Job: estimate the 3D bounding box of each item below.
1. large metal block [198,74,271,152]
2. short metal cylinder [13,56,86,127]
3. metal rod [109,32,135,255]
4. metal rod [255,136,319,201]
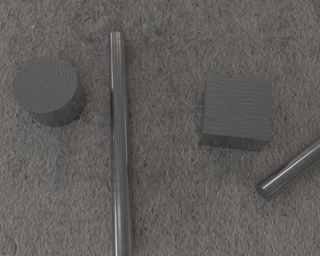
[{"bbox_3d":[0.096,-0.018,0.402,0.080,0.050,0.080,7,70,2],"label":"large metal block"},{"bbox_3d":[-0.143,-0.047,0.411,0.081,0.050,0.080,0,70,0],"label":"short metal cylinder"},{"bbox_3d":[-0.052,0.006,0.405,0.025,0.025,0.299,-4,70,-2],"label":"metal rod"},{"bbox_3d":[0.249,-0.001,0.410,0.301,0.025,0.025,-33,74,-12],"label":"metal rod"}]
